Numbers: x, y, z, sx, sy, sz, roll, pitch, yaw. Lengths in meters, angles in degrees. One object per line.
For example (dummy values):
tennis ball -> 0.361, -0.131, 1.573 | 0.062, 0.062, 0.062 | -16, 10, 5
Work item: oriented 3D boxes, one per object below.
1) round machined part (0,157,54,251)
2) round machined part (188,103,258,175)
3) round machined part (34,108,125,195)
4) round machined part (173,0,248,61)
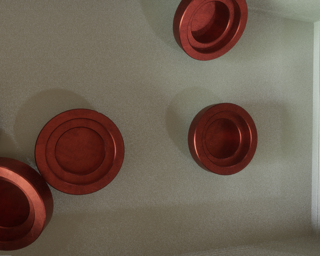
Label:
round machined part -> -0.160, 0.075, 0.328 | 0.099, 0.042, 0.097 | 1, 106, 4
round machined part -> 0.083, 0.015, 0.434 | 0.099, 0.042, 0.097 | 0, 90, -21
round machined part -> -0.095, 0.026, 0.367 | 0.099, 0.042, 0.097 | 0, 90, -21
round machined part -> 0.062, -0.142, 0.409 | 0.099, 0.042, 0.097 | -15, 133, -16
